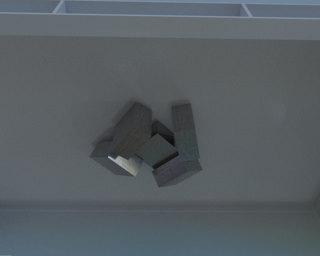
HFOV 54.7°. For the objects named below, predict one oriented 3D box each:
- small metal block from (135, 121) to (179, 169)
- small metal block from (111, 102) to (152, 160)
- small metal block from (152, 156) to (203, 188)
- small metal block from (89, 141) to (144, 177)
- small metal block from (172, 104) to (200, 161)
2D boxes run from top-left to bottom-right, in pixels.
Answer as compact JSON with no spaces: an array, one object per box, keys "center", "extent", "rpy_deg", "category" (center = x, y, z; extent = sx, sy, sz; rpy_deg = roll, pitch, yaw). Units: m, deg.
[{"center":[-0.005,0.026,0.428],"extent":[0.050,0.025,0.050],"rpy_deg":[-34,123,25],"category":"small metal block"},{"center":[-0.035,0.004,0.392],"extent":[0.025,0.050,0.050],"rpy_deg":[30,124,-23],"category":"small metal block"},{"center":[0.025,0.061,0.442],"extent":[0.050,0.025,0.050],"rpy_deg":[-34,160,24],"category":"small metal block"},{"center":[-0.060,0.043,0.427],"extent":[0.050,0.025,0.050],"rpy_deg":[41,152,-30],"category":"small metal block"},{"center":[0.033,0.006,0.395],"extent":[0.025,0.050,0.050],"rpy_deg":[-9,130,6],"category":"small metal block"}]
